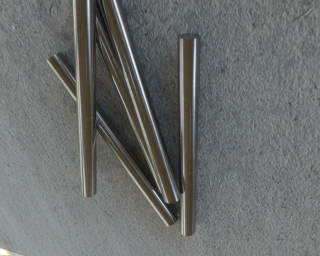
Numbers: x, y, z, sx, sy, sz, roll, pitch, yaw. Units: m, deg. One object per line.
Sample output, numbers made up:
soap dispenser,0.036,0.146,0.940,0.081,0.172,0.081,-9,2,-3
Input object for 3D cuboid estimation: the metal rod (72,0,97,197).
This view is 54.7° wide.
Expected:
metal rod,-0.097,-0.020,0.411,0.025,0.025,0.298,19,126,17

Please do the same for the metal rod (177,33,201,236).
metal rod,0.037,0.030,0.405,0.025,0.025,0.298,11,123,22

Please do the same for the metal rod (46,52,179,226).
metal rod,-0.063,0.024,0.454,0.025,0.025,0.299,-25,105,37

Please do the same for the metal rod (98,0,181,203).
metal rod,-0.024,-0.038,0.383,0.025,0.025,0.298,-5,112,31

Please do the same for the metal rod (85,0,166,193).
metal rod,-0.041,-0.040,0.403,0.025,0.025,0.299,-8,115,32
